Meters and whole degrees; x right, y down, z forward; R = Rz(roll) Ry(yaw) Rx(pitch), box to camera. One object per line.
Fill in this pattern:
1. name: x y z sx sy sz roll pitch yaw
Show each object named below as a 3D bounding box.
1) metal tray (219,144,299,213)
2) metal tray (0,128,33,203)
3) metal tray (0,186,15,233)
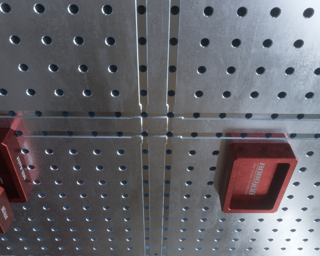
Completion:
1. metal tray: 0.146 0.081 0.478 0.090 0.030 0.129 0 130 0
2. metal tray: -0.249 0.058 0.455 0.091 0.030 0.129 2 130 -2
3. metal tray: -0.280 0.114 0.472 0.090 0.030 0.129 21 142 -3
